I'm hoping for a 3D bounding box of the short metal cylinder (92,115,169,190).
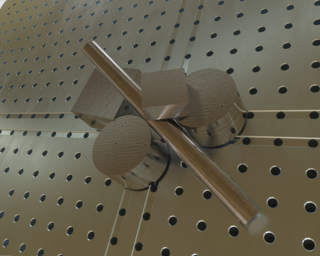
[{"bbox_3d":[-0.036,0.031,0.388,0.080,0.050,0.080,-13,56,21],"label":"short metal cylinder"}]

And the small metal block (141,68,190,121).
[{"bbox_3d":[0.006,-0.038,0.351,0.050,0.025,0.050,-7,57,4],"label":"small metal block"}]

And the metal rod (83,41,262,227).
[{"bbox_3d":[-0.002,-0.011,0.366,0.025,0.025,0.300,-43,65,-1],"label":"metal rod"}]

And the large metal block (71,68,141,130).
[{"bbox_3d":[-0.066,-0.040,0.444,0.080,0.050,0.080,12,68,33],"label":"large metal block"}]

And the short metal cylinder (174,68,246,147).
[{"bbox_3d":[0.058,-0.024,0.372,0.080,0.050,0.080,-13,56,21],"label":"short metal cylinder"}]
